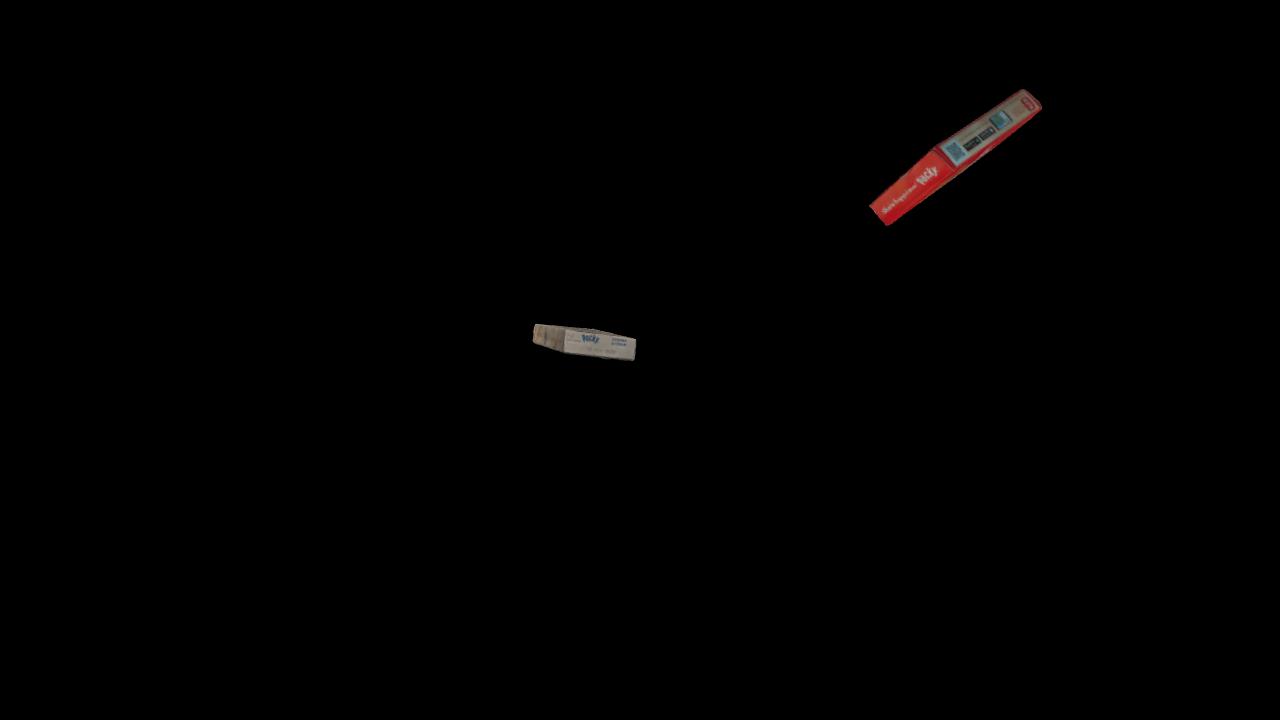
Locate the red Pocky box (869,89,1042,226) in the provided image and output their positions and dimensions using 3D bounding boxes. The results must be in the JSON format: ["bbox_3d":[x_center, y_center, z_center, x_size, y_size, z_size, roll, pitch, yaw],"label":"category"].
[{"bbox_3d":[0.277,-0.178,0.541,0.155,0.028,0.083,-34,-5,-26],"label":"red Pocky box"}]

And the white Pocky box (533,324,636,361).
[{"bbox_3d":[-0.069,-0.022,0.721,0.084,0.028,0.154,5,4,-22],"label":"white Pocky box"}]
